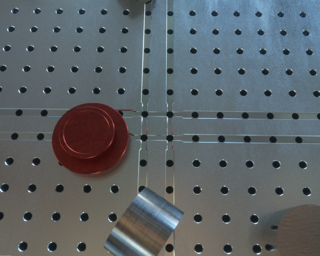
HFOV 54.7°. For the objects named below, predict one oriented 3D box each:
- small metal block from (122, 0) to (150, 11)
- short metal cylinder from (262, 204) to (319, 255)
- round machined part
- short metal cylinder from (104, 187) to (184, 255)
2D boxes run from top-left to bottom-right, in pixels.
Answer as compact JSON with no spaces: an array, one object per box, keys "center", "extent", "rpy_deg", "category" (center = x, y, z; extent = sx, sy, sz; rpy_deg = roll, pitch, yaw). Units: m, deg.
[{"center":[-0.040,-0.223,0.493],"extent":[0.050,0.025,0.050],"rpy_deg":[-31,73,-11],"category":"small metal block"},{"center":[0.164,0.130,0.352],"extent":[0.081,0.050,0.080],"rpy_deg":[0,70,0],"category":"short metal cylinder"},{"center":[-0.090,0.011,0.398],"extent":[0.099,0.042,0.098],"rpy_deg":[0,70,0],"category":"round machined part"},{"center":[-0.016,0.113,0.341],"extent":[0.050,0.080,0.080],"rpy_deg":[33,73,11],"category":"short metal cylinder"}]
